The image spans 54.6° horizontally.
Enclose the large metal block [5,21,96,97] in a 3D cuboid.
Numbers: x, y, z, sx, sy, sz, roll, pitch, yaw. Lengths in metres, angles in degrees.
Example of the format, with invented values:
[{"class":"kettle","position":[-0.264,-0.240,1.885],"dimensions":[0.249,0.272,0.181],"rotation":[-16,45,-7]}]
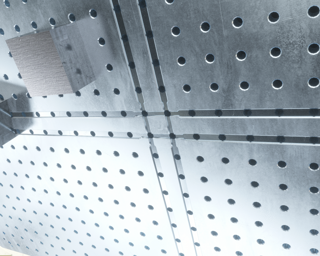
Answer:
[{"class":"large metal block","position":[-0.144,-0.090,0.416],"dimensions":[0.080,0.050,0.080],"rotation":[-1,118,28]}]

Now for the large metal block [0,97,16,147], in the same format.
[{"class":"large metal block","position":[-0.315,-0.015,0.553],"dimensions":[0.080,0.050,0.079],"rotation":[17,125,19]}]
